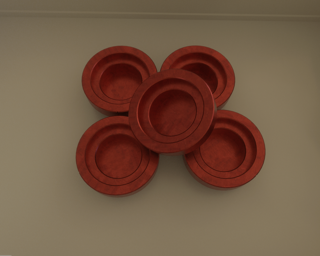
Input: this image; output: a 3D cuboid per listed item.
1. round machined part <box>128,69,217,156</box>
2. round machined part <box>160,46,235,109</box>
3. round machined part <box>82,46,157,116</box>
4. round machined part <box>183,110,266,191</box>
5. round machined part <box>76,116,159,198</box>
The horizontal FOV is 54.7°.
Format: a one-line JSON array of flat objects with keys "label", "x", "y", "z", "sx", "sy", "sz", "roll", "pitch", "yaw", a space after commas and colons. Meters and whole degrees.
[{"label": "round machined part", "x": 0.017, "y": -0.015, "z": 0.359, "sx": 0.098, "sy": 0.042, "sz": 0.098, "roll": -5, "pitch": 74, "yaw": 17}, {"label": "round machined part", "x": 0.048, "y": -0.059, "z": 0.421, "sx": 0.099, "sy": 0.042, "sz": 0.098, "roll": 0, "pitch": 70, "yaw": -1}, {"label": "round machined part", "x": -0.052, "y": -0.058, "z": 0.419, "sx": 0.099, "sy": 0.042, "sz": 0.098, "roll": 0, "pitch": 70, "yaw": -1}, {"label": "round machined part", "x": 0.077, "y": 0.030, "z": 0.389, "sx": 0.099, "sy": 0.042, "sz": 0.098, "roll": 0, "pitch": 70, "yaw": -1}, {"label": "round machined part", "x": -0.050, "y": 0.037, "z": 0.385, "sx": 0.099, "sy": 0.042, "sz": 0.098, "roll": 0, "pitch": 70, "yaw": -1}]
